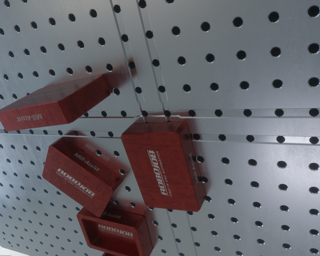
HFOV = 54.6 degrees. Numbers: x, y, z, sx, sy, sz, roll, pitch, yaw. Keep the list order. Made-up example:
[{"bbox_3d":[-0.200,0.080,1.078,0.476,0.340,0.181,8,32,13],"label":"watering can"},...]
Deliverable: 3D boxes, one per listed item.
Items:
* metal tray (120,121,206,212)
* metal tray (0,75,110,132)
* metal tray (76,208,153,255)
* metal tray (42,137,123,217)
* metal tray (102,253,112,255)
[{"bbox_3d":[0.006,0.056,0.440,0.090,0.030,0.129,-3,117,29],"label":"metal tray"},{"bbox_3d":[-0.146,-0.034,0.425,0.130,0.090,0.030,-5,116,31],"label":"metal tray"},{"bbox_3d":[-0.084,0.193,0.572,0.130,0.030,0.090,5,121,26],"label":"metal tray"},{"bbox_3d":[-0.136,0.086,0.534,0.130,0.030,0.089,34,129,6],"label":"metal tray"},{"bbox_3d":[-0.073,0.319,0.645,0.130,0.030,0.089,30,128,9],"label":"metal tray"}]
